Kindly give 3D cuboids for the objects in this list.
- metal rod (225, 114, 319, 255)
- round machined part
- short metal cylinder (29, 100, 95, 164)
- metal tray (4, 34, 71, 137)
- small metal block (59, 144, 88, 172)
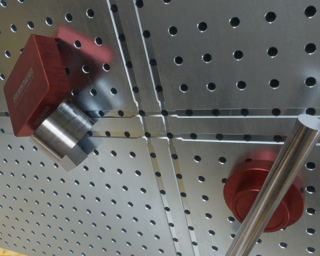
[{"bbox_3d":[0.112,0.113,0.367,0.025,0.025,0.298,22,127,14],"label":"metal rod"},{"bbox_3d":[0.128,0.092,0.389,0.098,0.042,0.097,13,124,20],"label":"round machined part"},{"bbox_3d":[-0.140,0.005,0.448,0.050,0.080,0.080,43,129,-10],"label":"short metal cylinder"},{"bbox_3d":[-0.178,-0.055,0.437,0.129,0.030,0.090,-39,65,38],"label":"metal tray"},{"bbox_3d":[-0.152,0.042,0.507,0.050,0.025,0.050,50,143,-8],"label":"small metal block"}]
